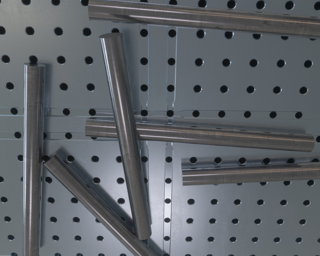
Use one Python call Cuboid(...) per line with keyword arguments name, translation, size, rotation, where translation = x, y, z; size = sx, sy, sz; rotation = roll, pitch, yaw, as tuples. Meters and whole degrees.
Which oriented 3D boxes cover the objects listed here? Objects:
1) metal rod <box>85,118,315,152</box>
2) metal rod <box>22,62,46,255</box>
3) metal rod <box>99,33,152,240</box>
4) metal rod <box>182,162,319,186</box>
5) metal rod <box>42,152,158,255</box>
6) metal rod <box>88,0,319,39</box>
Cuboid(name="metal rod", translation=(0.054, 0.010, 0.417), size=(0.302, 0.025, 0.025), rotation=(4, 110, -2))
Cuboid(name="metal rod", translation=(-0.178, 0.060, 0.433), size=(0.025, 0.025, 0.298), rotation=(8, 110, -3))
Cuboid(name="metal rod", translation=(-0.038, 0.032, 0.400), size=(0.025, 0.025, 0.298), rotation=(-5, 119, 2))
Cuboid(name="metal rod", translation=(0.182, 0.062, 0.437), size=(0.302, 0.025, 0.025), rotation=(-3, 110, 1))
Cuboid(name="metal rod", translation=(-0.061, 0.153, 0.469), size=(0.025, 0.025, 0.300), rotation=(-36, 106, 12))
Cuboid(name="metal rod", translation=(0.069, -0.128, 0.366), size=(0.302, 0.025, 0.025), rotation=(4, 110, -2))
